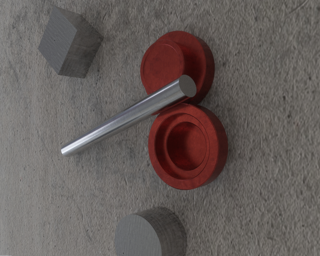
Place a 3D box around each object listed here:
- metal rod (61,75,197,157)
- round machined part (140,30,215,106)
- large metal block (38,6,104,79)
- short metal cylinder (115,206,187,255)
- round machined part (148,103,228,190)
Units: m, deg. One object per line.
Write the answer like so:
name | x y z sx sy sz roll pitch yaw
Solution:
metal rod | -0.065 -0.003 0.428 0.299 0.025 0.025 -24 75 47
round machined part | 0.014 -0.071 0.382 0.098 0.042 0.097 0 90 40
large metal block | -0.149 -0.140 0.512 0.080 0.050 0.080 47 118 29
short metal cylinder | -0.013 0.146 0.399 0.080 0.050 0.079 0 90 40
round machined part | 0.036 0.021 0.364 0.098 0.042 0.097 0 90 40
